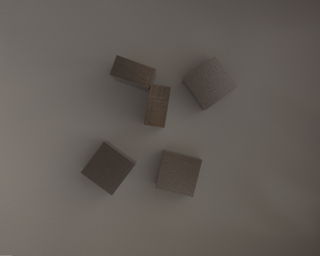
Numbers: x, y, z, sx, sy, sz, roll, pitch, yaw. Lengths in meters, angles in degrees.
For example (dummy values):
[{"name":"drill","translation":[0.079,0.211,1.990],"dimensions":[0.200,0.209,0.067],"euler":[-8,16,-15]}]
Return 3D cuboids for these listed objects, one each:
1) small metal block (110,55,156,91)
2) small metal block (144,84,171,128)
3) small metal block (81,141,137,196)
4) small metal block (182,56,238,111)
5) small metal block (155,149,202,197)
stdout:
[{"name":"small metal block","translation":[-0.033,-0.068,0.398],"dimensions":[0.050,0.050,0.025],"euler":[20,90,0]},{"name":"small metal block","translation":[-0.003,-0.027,0.399],"dimensions":[0.025,0.050,0.050],"euler":[9,90,0]},{"name":"small metal block","translation":[-0.067,0.052,0.411],"dimensions":[0.050,0.025,0.050],"euler":[37,90,0]},{"name":"small metal block","translation":[0.065,-0.058,0.412],"dimensions":[0.050,0.025,0.050],"euler":[-36,90,0]},{"name":"small metal block","translation":[0.024,0.059,0.411],"dimensions":[0.050,0.025,0.050],"euler":[14,90,0]}]
